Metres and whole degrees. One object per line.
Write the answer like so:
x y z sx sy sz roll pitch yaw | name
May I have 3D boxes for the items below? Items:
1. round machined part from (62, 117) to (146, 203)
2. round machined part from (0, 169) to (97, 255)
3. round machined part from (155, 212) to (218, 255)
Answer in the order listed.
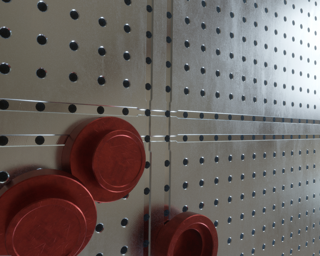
-0.055 0.036 0.351 0.099 0.042 0.097 0 90 -40 | round machined part
-0.108 0.091 0.291 0.099 0.042 0.097 -5 102 -25 | round machined part
0.032 0.163 0.424 0.099 0.042 0.097 0 90 -40 | round machined part
